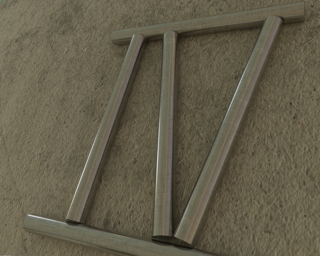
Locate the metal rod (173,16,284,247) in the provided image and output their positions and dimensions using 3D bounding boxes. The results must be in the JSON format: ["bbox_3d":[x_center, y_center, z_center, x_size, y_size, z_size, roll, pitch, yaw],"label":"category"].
[{"bbox_3d":[0.088,-0.011,0.364,0.025,0.025,0.300,14,69,33],"label":"metal rod"}]

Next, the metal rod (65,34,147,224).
[{"bbox_3d":[-0.070,-0.015,0.448,0.025,0.025,0.300,1,62,28],"label":"metal rod"}]

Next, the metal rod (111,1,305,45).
[{"bbox_3d":[0.054,-0.154,0.470,0.300,0.025,0.025,1,62,28],"label":"metal rod"}]

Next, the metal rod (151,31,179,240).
[{"bbox_3d":[0.010,-0.012,0.405,0.025,0.025,0.299,-11,57,22],"label":"metal rod"}]

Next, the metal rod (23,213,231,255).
[{"bbox_3d":[-0.040,0.130,0.344,0.300,0.025,0.025,1,62,28],"label":"metal rod"}]
